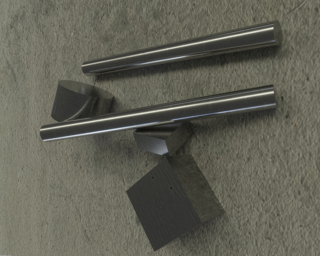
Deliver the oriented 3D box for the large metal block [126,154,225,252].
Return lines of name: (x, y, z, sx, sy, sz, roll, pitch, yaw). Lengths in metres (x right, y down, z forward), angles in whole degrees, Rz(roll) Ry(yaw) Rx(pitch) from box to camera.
large metal block: (0.016, 0.088, 0.374, 0.080, 0.050, 0.080, -43, 64, 31)

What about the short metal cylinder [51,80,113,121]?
short metal cylinder: (-0.116, -0.035, 0.462, 0.080, 0.081, 0.050, 29, 108, 36)

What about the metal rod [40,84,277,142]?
metal rod: (-0.021, -0.012, 0.370, 0.301, 0.025, 0.025, -8, 85, 24)

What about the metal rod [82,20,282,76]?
metal rod: (0.001, -0.095, 0.402, 0.300, 0.025, 0.025, 0, 90, 39)

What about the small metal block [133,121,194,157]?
small metal block: (0.004, 0.006, 0.380, 0.050, 0.050, 0.025, 12, 131, 39)
